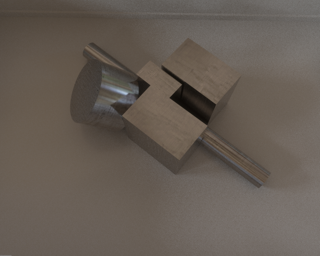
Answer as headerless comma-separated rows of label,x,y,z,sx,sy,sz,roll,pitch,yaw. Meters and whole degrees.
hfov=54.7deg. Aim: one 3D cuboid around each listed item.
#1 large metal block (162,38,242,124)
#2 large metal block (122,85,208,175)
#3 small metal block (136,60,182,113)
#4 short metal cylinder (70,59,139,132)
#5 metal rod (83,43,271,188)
large metal block,0.049,-0.055,0.401,0.080,0.080,0.050,38,74,12
large metal block,0.005,0.005,0.378,0.080,0.080,0.050,37,74,12
small metal block,-0.001,-0.049,0.388,0.050,0.050,0.025,39,75,12
short metal cylinder,-0.070,-0.039,0.386,0.050,0.080,0.080,17,65,-37
metal rod,0.014,-0.024,0.418,0.300,0.025,0.025,37,74,12
